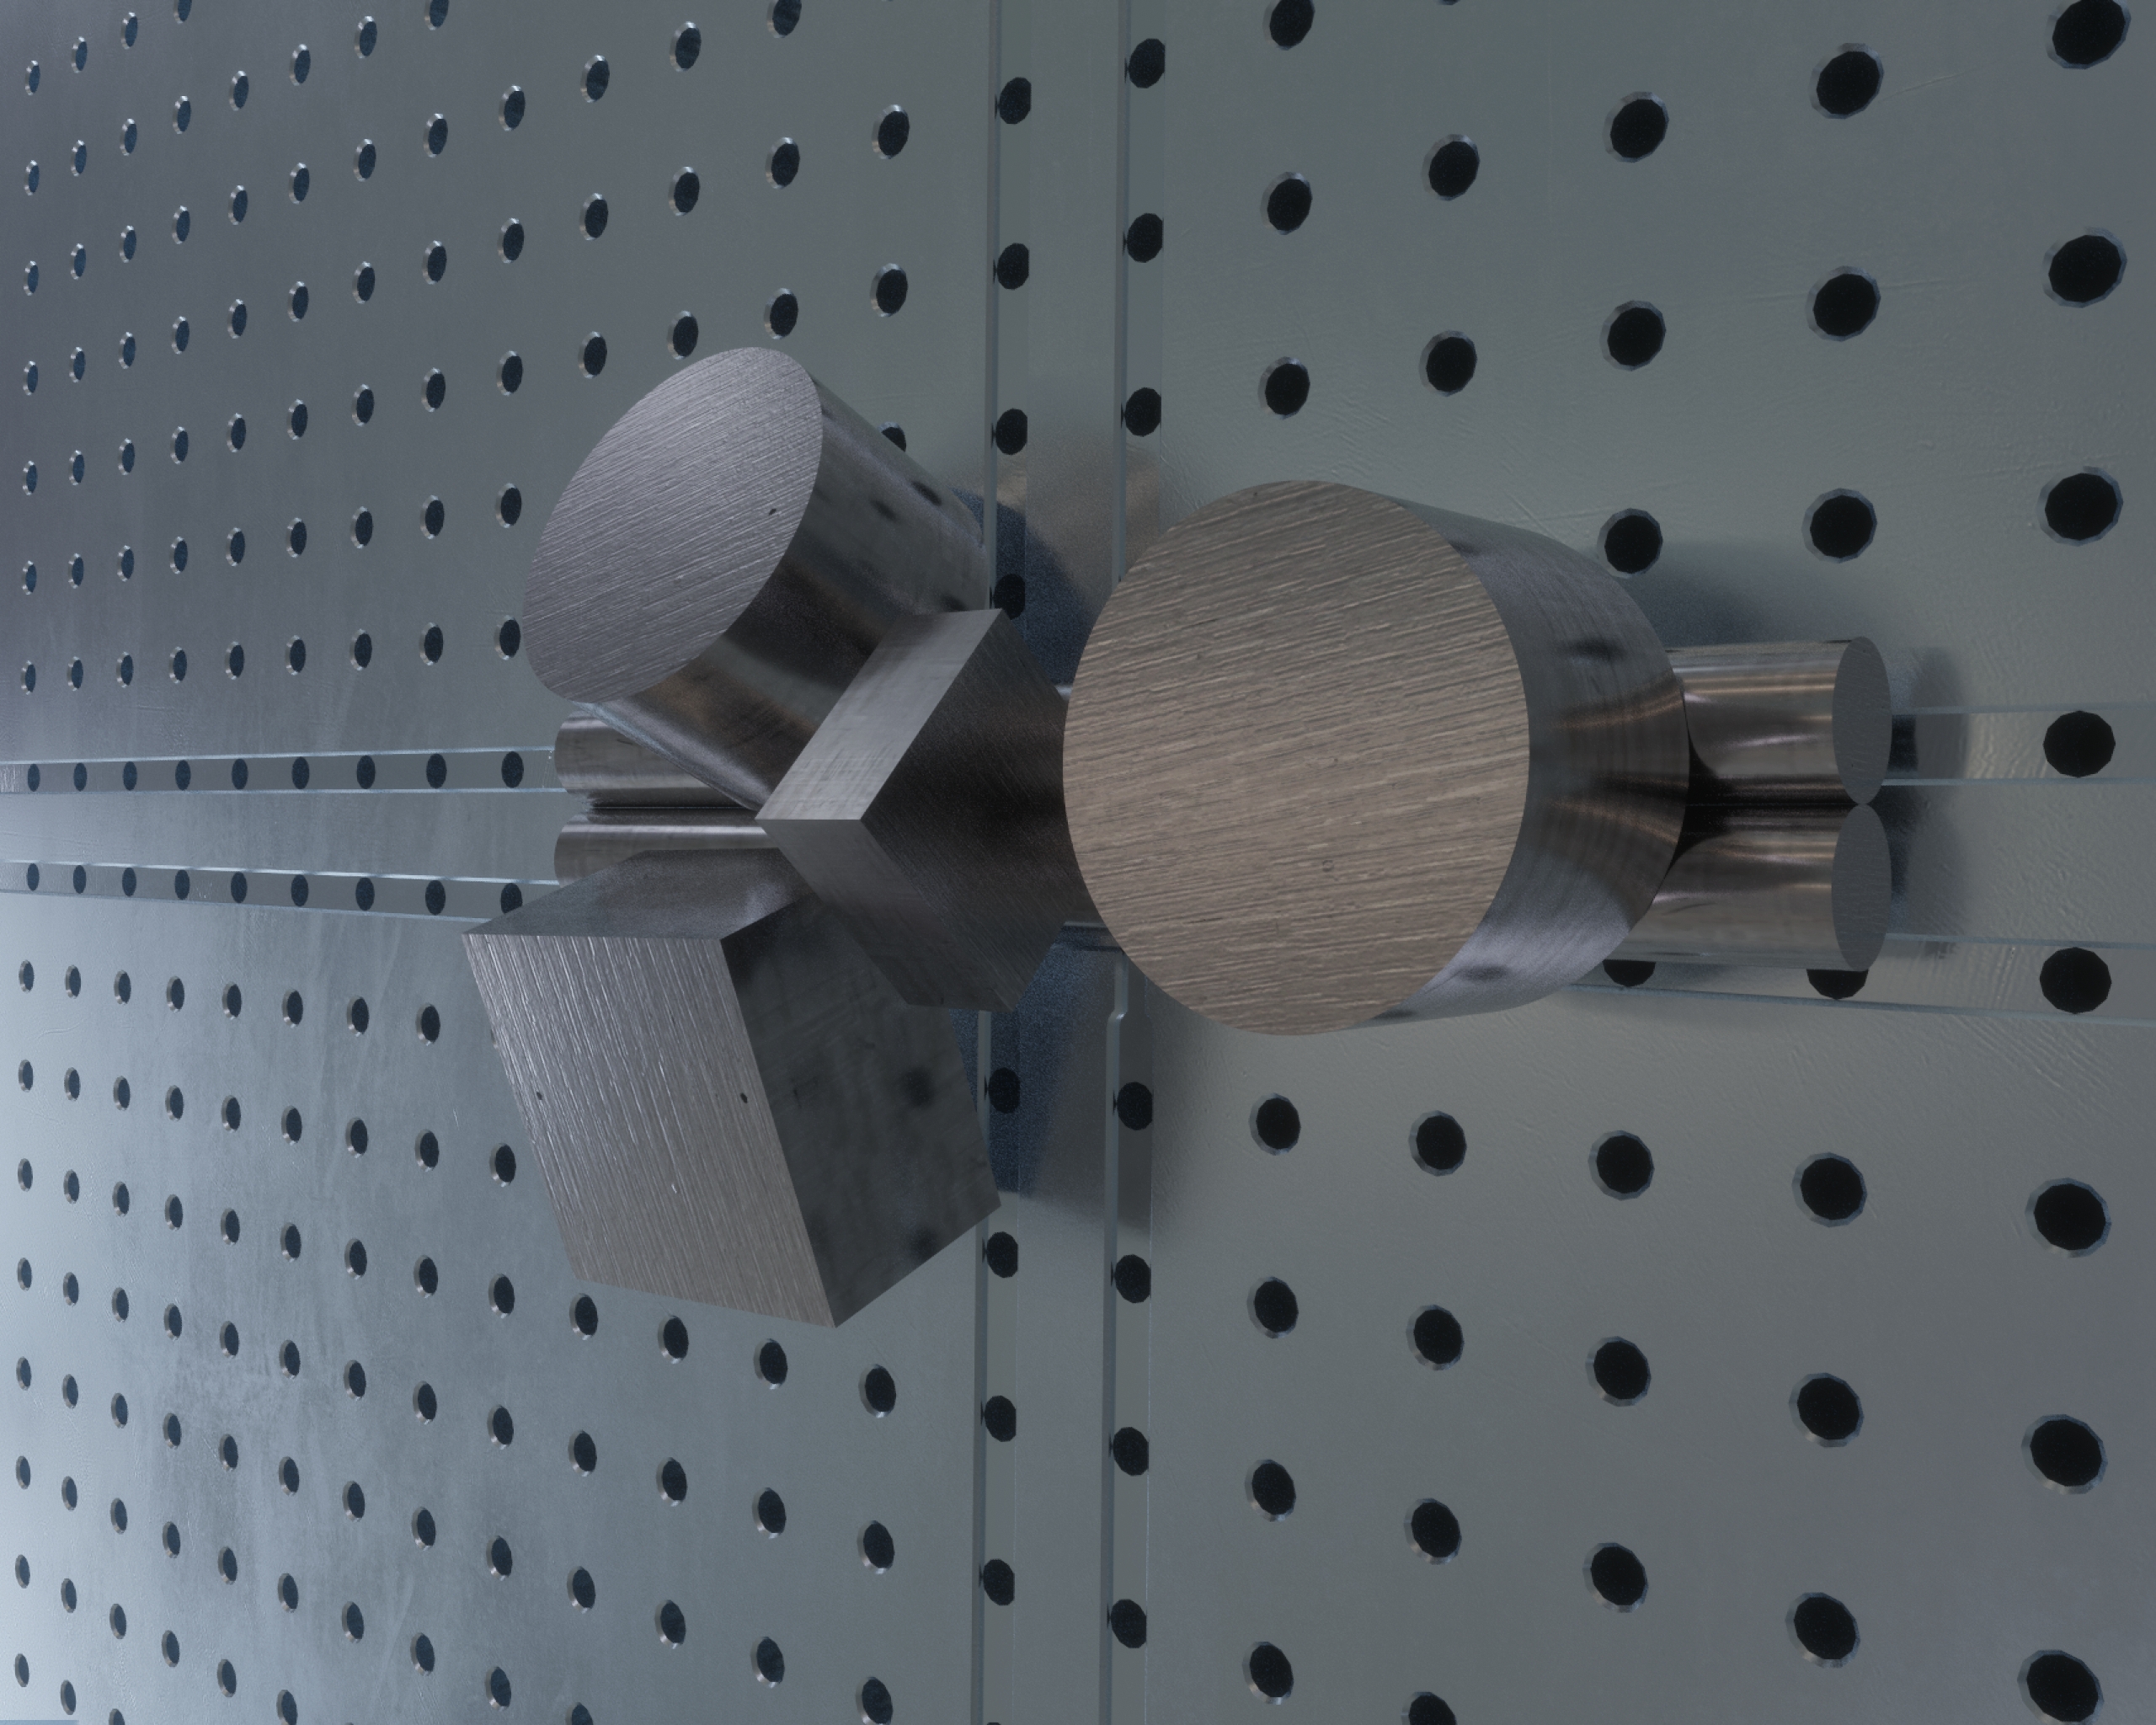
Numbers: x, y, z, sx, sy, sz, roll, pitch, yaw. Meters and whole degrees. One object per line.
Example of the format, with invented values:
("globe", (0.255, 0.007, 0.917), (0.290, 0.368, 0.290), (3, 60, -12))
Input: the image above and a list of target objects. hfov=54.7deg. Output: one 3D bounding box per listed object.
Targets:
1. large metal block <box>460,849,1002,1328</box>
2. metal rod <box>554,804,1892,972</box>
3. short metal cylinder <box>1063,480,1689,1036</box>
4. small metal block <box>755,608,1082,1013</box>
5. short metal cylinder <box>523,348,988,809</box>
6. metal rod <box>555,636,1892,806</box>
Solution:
("large metal block", (-0.071, 0.043, 0.429), (0.080, 0.050, 0.080), (-1, 110, 40))
("metal rod", (0.001, 0.002, 0.404), (0.300, 0.025, 0.025), (1, 91, 40))
("short metal cylinder", (0.045, -0.015, 0.319), (0.080, 0.050, 0.079), (0, 90, 40))
("small metal block", (-0.022, -0.009, 0.370), (0.025, 0.050, 0.050), (1, 49, 40))
("short metal cylinder", (-0.066, -0.056, 0.424), (0.080, 0.050, 0.080), (-19, 55, 30))
("metal rod", (0.001, -0.023, 0.404), (0.300, 0.025, 0.025), (1, 91, 40))
